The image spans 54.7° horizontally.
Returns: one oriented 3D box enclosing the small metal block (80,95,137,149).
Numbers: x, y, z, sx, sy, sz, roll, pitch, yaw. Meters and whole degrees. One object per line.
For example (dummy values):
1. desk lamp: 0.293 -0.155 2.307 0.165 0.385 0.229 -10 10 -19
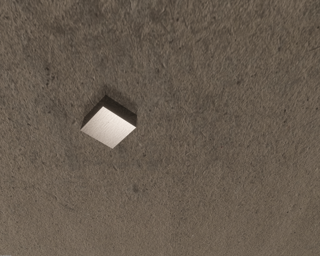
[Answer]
1. small metal block: -0.066 -0.007 0.400 0.050 0.025 0.050 34 122 -26
